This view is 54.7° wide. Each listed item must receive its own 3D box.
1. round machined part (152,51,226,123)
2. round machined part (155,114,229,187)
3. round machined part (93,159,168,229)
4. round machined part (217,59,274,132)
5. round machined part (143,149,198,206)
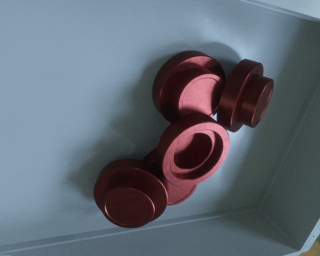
[{"bbox_3d":[0.043,-0.044,0.393,0.099,0.042,0.097,-14,125,-21],"label":"round machined part"},{"bbox_3d":[0.038,0.025,0.406,0.099,0.042,0.097,-14,125,-21],"label":"round machined part"},{"bbox_3d":[-0.039,0.092,0.405,0.099,0.042,0.097,2,118,4],"label":"round machined part"},{"bbox_3d":[0.117,-0.039,0.410,0.099,0.042,0.097,-43,146,-38],"label":"round machined part"},{"bbox_3d":[0.017,0.074,0.453,0.099,0.042,0.097,-14,125,-21],"label":"round machined part"}]
